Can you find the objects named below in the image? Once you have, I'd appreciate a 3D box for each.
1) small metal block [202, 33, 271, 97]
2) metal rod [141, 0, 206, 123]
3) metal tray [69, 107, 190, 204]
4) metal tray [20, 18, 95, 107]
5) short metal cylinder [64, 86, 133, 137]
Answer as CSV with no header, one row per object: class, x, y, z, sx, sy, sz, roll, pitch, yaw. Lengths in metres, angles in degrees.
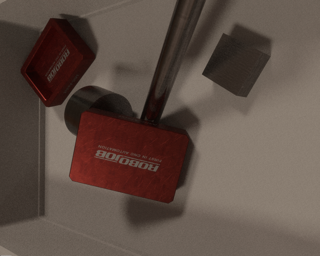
small metal block,0.082,-0.068,0.338,0.050,0.025,0.050,40,114,32
metal rod,0.018,-0.091,0.311,0.025,0.025,0.298,54,146,26
metal tray,-0.038,0.033,0.384,0.131,0.030,0.089,13,101,-1
metal tray,-0.179,-0.109,0.531,0.129,0.030,0.090,-43,81,31
short metal cylinder,-0.086,-0.016,0.437,0.050,0.081,0.079,24,105,41
